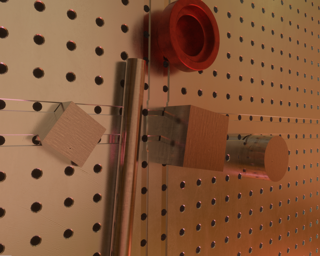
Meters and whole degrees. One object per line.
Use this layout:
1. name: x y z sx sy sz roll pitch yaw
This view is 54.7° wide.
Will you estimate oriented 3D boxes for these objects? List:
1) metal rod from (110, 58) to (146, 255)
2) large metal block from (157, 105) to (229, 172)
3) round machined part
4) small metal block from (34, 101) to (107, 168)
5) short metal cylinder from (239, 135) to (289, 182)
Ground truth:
1. metal rod: -0.041 0.065 0.376 0.025 0.025 0.298 7 85 -40
2. large metal block: 0.048 0.016 0.436 0.081 0.050 0.080 13 82 -40
3. round machined part: 0.035 -0.126 0.429 0.099 0.042 0.097 0 90 -40
4. small metal block: -0.095 0.007 0.331 0.050 0.025 0.050 44 64 -32
5. short metal cylinder: 0.186 0.053 0.552 0.081 0.050 0.079 0 90 -40
